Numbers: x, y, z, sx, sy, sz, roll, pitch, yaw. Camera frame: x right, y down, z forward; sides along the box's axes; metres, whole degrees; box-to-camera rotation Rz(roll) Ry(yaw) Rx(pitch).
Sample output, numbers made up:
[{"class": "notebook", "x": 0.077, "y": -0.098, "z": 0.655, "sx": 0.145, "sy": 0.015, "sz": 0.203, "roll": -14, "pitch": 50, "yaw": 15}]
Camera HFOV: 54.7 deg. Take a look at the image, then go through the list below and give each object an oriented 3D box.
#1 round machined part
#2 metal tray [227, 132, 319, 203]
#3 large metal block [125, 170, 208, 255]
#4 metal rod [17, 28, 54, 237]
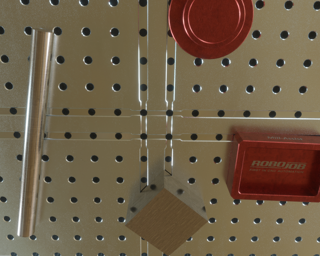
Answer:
[{"class": "round machined part", "x": 0.059, "y": -0.129, "z": 0.357, "sx": 0.099, "sy": 0.042, "sz": 0.097, "roll": 0, "pitch": 110, "yaw": 0}, {"class": "metal tray", "x": 0.166, "y": 0.056, "z": 0.432, "sx": 0.131, "sy": 0.030, "sz": 0.089, "roll": 3, "pitch": 110, "yaw": -1}, {"class": "large metal block", "x": 0.009, "y": 0.121, "z": 0.445, "sx": 0.080, "sy": 0.050, "sz": 0.080, "roll": 40, "pitch": 105, "yaw": -14}, {"class": "metal rod", "x": -0.171, "y": 0.020, "z": 0.419, "sx": 0.025, "sy": 0.025, "sz": 0.298, "roll": 12, "pitch": 110, "yaw": -5}]
